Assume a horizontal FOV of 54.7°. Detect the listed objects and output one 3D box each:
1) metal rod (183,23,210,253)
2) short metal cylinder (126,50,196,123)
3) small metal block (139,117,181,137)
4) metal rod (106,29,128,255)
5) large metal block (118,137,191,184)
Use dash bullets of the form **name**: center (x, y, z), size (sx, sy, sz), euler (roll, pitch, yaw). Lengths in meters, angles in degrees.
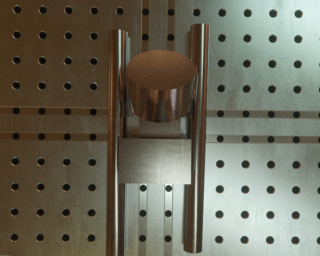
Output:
- **metal rod**: center (0.049, 0.014, 0.413), size (0.025, 0.025, 0.298), euler (2, 90, 0)
- **short metal cylinder**: center (0.001, -0.052, 0.379), size (0.081, 0.050, 0.080), euler (1, 46, -1)
- **small metal block**: center (0.000, -0.001, 0.401), size (0.050, 0.050, 0.025), euler (1, 90, -1)
- **metal rod**: center (-0.058, 0.022, 0.413), size (0.025, 0.025, 0.298), euler (1, 90, 0)
- **large metal block**: center (-0.006, 0.037, 0.383), size (0.081, 0.080, 0.050), euler (1, 90, 0)
